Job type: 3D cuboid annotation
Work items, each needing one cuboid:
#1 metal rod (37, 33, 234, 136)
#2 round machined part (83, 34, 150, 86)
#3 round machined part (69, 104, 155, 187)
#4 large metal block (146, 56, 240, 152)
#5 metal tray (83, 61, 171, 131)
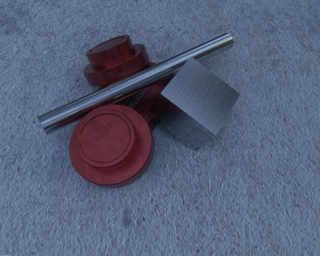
[{"bbox_3d":[-0.017,-0.069,0.424,0.302,0.025,0.025,-28,56,-22],"label":"metal rod"},{"bbox_3d":[-0.068,-0.103,0.454,0.098,0.042,0.098,-18,28,10],"label":"round machined part"},{"bbox_3d":[-0.057,0.017,0.356,0.099,0.042,0.098,-2,70,6],"label":"round machined part"},{"bbox_3d":[0.043,-0.031,0.396,0.080,0.050,0.080,37,55,-2],"label":"large metal block"},{"bbox_3d":[-0.036,-0.044,0.438,0.090,0.030,0.130,19,53,15],"label":"metal tray"}]
